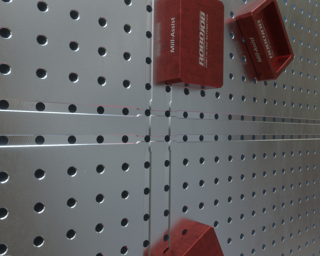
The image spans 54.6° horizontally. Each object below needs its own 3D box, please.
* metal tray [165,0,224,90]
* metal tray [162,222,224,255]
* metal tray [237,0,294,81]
[{"bbox_3d":[0.052,-0.125,0.448,0.091,0.030,0.129,1,89,-40],"label":"metal tray"},{"bbox_3d":[0.058,0.217,0.454,0.091,0.030,0.129,-34,111,-35],"label":"metal tray"},{"bbox_3d":[0.196,-0.163,0.568,0.090,0.030,0.130,-43,116,-31],"label":"metal tray"}]
